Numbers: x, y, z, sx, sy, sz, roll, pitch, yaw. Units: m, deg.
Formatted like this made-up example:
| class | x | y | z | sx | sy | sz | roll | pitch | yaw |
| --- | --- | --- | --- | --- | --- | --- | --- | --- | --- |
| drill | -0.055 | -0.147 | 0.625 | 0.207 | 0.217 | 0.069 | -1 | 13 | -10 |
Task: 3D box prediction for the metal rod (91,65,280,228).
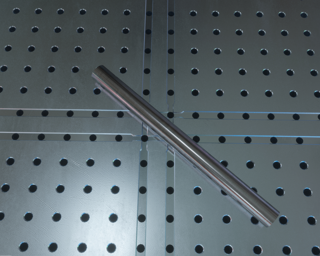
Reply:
| class | x | y | z | sx | sy | sz | roll | pitch | yaw |
| --- | --- | --- | --- | --- | --- | --- | --- | --- | --- |
| metal rod | 0.024 | 0.016 | 0.406 | 0.300 | 0.025 | 0.025 | 40 | 75 | 13 |
